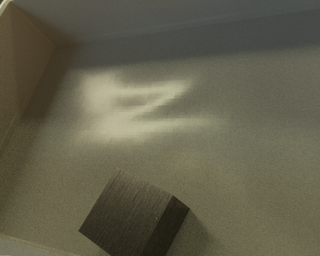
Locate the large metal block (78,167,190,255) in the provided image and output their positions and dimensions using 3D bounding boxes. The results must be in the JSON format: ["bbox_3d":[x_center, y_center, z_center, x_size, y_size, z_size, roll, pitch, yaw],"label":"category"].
[{"bbox_3d":[-0.027,0.101,0.341,0.080,0.050,0.080,20,72,35],"label":"large metal block"}]
